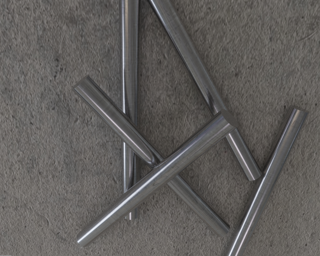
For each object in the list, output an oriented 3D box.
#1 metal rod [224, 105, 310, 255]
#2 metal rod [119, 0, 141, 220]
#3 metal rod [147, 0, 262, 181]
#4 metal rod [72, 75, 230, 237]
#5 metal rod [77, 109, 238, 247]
[{"bbox_3d":[0.141,0.110,0.451,0.025,0.025,0.298,15,109,-6],"label":"metal rod"},{"bbox_3d":[-0.039,-0.012,0.404,0.025,0.025,0.298,1,110,-1],"label":"metal rod"},{"bbox_3d":[0.056,-0.055,0.389,0.025,0.025,0.299,-29,108,10],"label":"metal rod"},{"bbox_3d":[0.002,0.051,0.408,0.025,0.025,0.300,-37,114,12],"label":"metal rod"},{"bbox_3d":[-0.021,0.079,0.399,0.025,0.025,0.299,39,120,-13],"label":"metal rod"}]
